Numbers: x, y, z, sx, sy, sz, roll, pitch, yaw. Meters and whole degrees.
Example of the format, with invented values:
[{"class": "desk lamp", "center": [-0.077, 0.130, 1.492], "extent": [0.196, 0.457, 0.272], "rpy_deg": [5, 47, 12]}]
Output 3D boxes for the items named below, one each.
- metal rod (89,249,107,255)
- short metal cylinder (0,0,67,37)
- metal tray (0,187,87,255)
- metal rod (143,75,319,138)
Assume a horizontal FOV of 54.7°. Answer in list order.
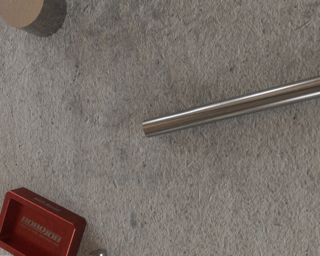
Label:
[{"class": "metal rod", "center": [-0.065, 0.323, 0.430], "extent": [0.025, 0.025, 0.298], "rpy_deg": [-10, 87, 19]}, {"class": "short metal cylinder", "center": [-0.188, -0.182, 0.460], "extent": [0.080, 0.050, 0.079], "rpy_deg": [0, 90, 19]}, {"class": "metal tray", "center": [-0.184, 0.157, 0.469], "extent": [0.130, 0.030, 0.089], "rpy_deg": [20, 97, 18]}, {"class": "metal rod", "center": [0.121, -0.032, 0.366], "extent": [0.301, 0.025, 0.025], "rpy_deg": [-14, 86, 19]}]
